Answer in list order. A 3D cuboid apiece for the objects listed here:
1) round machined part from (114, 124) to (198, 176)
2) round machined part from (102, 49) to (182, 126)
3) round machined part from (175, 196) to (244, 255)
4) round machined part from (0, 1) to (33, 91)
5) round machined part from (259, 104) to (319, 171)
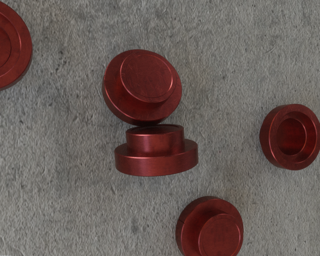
[{"bbox_3d":[-0.005,0.021,0.366,0.099,0.098,0.042,-8,101,-20],"label":"round machined part"},{"bbox_3d":[-0.019,-0.054,0.378,0.099,0.042,0.098,6,69,-17],"label":"round machined part"},{"bbox_3d":[0.074,0.147,0.428,0.099,0.042,0.097,0,90,-20],"label":"round machined part"},{"bbox_3d":[-0.189,-0.085,0.330,0.099,0.042,0.097,0,90,-20],"label":"round machined part"},{"bbox_3d":[0.192,0.013,0.471,0.099,0.042,0.097,0,90,-20],"label":"round machined part"}]
